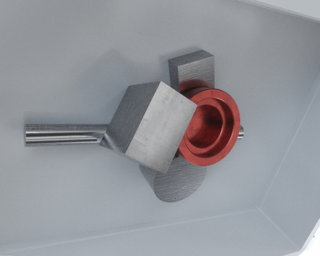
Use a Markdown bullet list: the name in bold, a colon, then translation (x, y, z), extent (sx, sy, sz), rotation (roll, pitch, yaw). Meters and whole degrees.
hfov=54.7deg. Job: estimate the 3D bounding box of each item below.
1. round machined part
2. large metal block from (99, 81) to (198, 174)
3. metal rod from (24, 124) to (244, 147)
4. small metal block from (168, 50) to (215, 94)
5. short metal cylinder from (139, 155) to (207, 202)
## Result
- **round machined part**: translation (0.052, -0.004, 0.399), extent (0.099, 0.042, 0.097), rotation (-7, 104, -27)
- **large metal block**: translation (-0.016, -0.002, 0.344), extent (0.050, 0.080, 0.080), rotation (30, 79, -27)
- **metal rod**: translation (-0.012, 0.007, 0.404), extent (0.303, 0.025, 0.025), rotation (0, 119, -29)
- **small metal block**: translation (0.041, -0.065, 0.391), extent (0.050, 0.025, 0.050), rotation (-19, 126, -17)
- **short metal cylinder**: translation (0.018, 0.057, 0.436), extent (0.081, 0.050, 0.079), rotation (-14, 125, -21)
